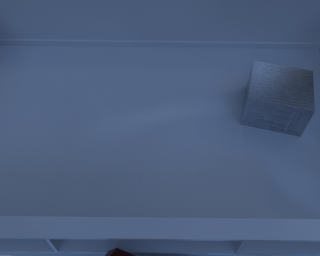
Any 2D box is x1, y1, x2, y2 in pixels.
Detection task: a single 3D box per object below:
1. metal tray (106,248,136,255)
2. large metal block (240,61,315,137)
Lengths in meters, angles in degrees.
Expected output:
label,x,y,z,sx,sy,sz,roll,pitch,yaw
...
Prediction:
label,x,y,z,sx,sy,sz,roll,pitch,yaw
metal tray,-0.013,0.159,0.211,0.090,0.129,0.030,18,15,13
large metal block,0.160,-0.042,0.426,0.080,0.050,0.080,13,51,10
